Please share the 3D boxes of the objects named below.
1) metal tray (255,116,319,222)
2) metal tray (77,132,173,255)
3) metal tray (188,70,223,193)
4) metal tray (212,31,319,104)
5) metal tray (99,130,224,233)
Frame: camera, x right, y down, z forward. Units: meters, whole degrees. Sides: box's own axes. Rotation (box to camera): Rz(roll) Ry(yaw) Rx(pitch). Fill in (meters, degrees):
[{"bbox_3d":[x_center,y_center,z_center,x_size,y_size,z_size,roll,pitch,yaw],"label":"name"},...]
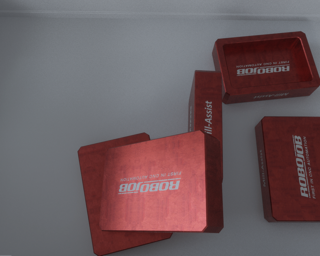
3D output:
[{"bbox_3d":[0.174,0.051,0.389,0.091,0.030,0.130,0,70,0],"label":"metal tray"},{"bbox_3d":[-0.043,0.078,0.378,0.091,0.030,0.130,-13,71,-5],"label":"metal tray"},{"bbox_3d":[0.052,0.008,0.372,0.030,0.090,0.130,3,70,1],"label":"metal tray"},{"bbox_3d":[0.147,-0.086,0.439,0.131,0.030,0.090,-6,70,-3],"label":"metal tray"},{"bbox_3d":[-0.003,0.058,0.314,0.130,0.030,0.090,-13,66,35],"label":"metal tray"}]
